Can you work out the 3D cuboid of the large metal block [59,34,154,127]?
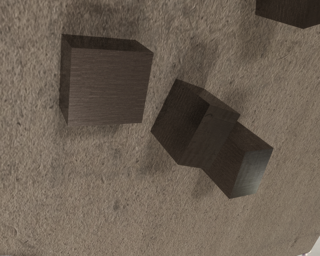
[{"bbox_3d":[-0.060,-0.050,0.328,0.081,0.050,0.079,-3,120,-27],"label":"large metal block"}]

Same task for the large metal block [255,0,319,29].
[{"bbox_3d":[0.159,-0.168,0.356,0.050,0.080,0.079,-20,127,-17],"label":"large metal block"}]

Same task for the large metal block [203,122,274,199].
[{"bbox_3d":[0.110,0.045,0.462,0.050,0.080,0.079,-4,120,-27],"label":"large metal block"}]

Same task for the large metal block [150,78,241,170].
[{"bbox_3d":[0.041,-0.006,0.392,0.050,0.080,0.080,14,111,-34],"label":"large metal block"}]
